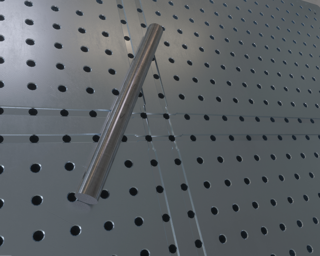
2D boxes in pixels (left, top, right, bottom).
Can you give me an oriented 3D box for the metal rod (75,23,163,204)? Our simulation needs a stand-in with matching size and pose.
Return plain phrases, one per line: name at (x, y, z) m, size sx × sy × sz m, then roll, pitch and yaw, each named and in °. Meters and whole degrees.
metal rod at (-0.042, -0.042, 0.410) m, size 0.025 × 0.025 × 0.300 m, roll 26°, pitch 53°, yaw -12°
